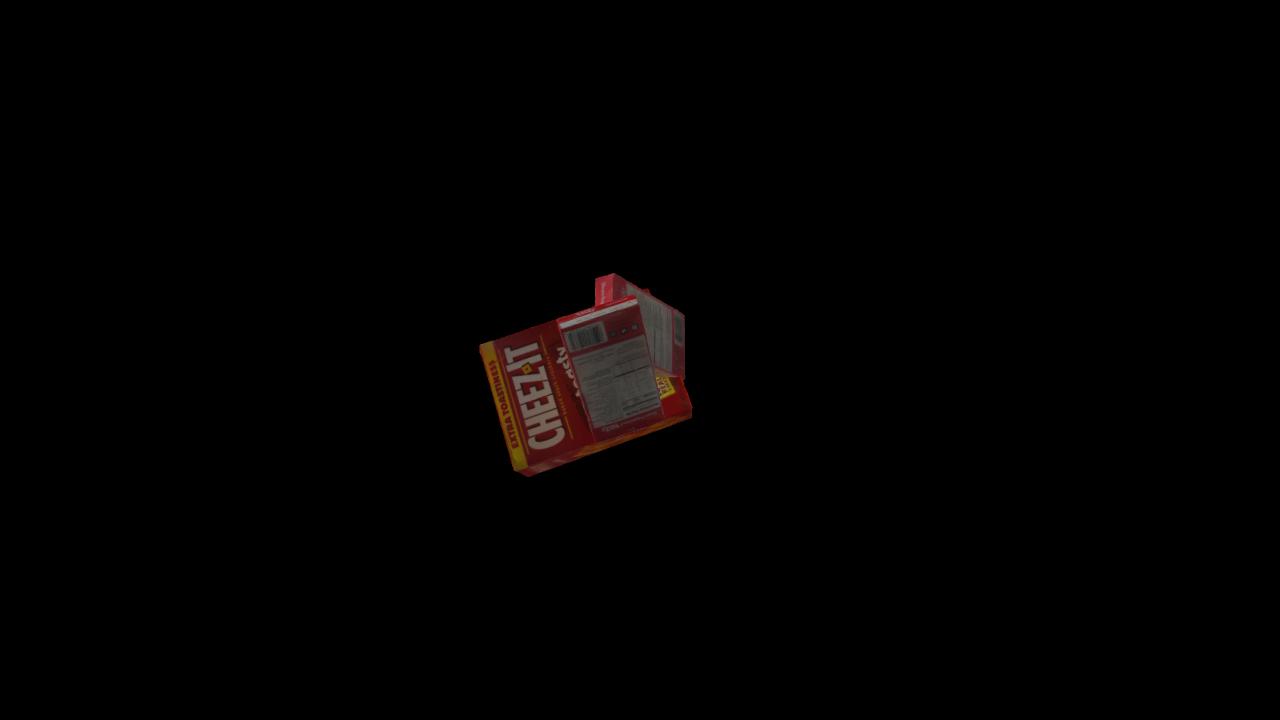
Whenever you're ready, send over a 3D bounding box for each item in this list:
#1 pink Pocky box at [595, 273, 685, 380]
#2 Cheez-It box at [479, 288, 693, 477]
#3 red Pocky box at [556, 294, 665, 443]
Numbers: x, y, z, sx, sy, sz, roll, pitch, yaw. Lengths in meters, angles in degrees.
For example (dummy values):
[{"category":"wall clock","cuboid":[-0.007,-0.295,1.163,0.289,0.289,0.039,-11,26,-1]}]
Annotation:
[{"category":"pink Pocky box","cuboid":[0.003,-0.031,0.685,0.029,0.084,0.155,-9,-17,31]},{"category":"Cheez-It box","cuboid":[-0.066,0.027,0.755,0.223,0.166,0.071,-19,-17,-1]},{"category":"red Pocky box","cuboid":[-0.027,0.013,0.636,0.083,0.155,0.028,-18,36,-7]}]
